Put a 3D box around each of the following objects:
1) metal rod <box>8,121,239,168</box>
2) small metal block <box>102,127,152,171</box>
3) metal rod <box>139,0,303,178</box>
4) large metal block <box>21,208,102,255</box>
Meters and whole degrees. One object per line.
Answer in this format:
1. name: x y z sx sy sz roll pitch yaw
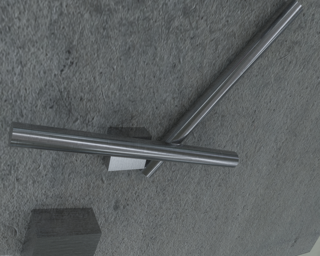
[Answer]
1. metal rod: -0.019 0.026 0.381 0.302 0.025 0.025 9 114 -32
2. small metal block: -0.043 0.027 0.401 0.050 0.025 0.050 0 119 -29
3. metal rod: 0.077 -0.050 0.420 0.300 0.025 0.025 -48 129 5
4. large metal block: -0.134 0.155 0.415 0.081 0.050 0.079 8 114 -32
